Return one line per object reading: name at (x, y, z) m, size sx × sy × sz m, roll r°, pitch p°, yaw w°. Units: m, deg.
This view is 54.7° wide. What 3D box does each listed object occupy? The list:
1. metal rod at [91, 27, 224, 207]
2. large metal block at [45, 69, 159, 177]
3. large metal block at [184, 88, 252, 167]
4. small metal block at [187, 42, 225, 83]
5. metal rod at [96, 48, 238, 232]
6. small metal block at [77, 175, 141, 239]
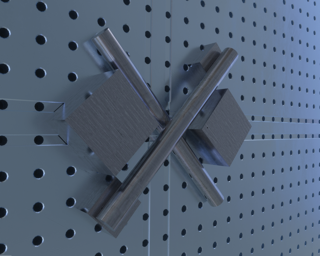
metal rod at (0.010, 0.003, 0.416) m, size 0.025 × 0.025 × 0.299 m, roll -50°, pitch 120°, yaw -28°
large metal block at (-0.061, -0.006, 0.342) m, size 0.080 × 0.050 × 0.080 m, roll -51°, pitch 120°, yaw -28°
large metal block at (0.083, -0.001, 0.462) m, size 0.080 × 0.050 × 0.080 m, roll 51°, pitch 60°, yaw -28°
small metal block at (0.076, -0.093, 0.473) m, size 0.050 × 0.025 × 0.050 m, roll -52°, pitch 120°, yaw -27°
metal rod at (0.024, -0.004, 0.396) m, size 0.301 × 0.025 × 0.025 m, roll -52°, pitch 121°, yaw -27°
small metal block at (-0.058, 0.090, 0.361) m, size 0.050 × 0.025 × 0.050 m, roll 52°, pitch 60°, yaw -27°
